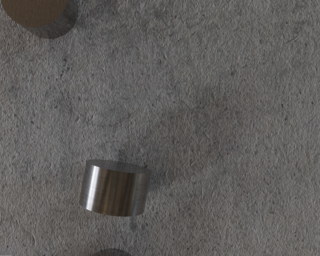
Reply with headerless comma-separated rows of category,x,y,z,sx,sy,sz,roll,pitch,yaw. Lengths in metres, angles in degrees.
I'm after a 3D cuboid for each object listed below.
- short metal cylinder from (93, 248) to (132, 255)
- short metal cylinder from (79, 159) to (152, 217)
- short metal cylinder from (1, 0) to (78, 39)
short metal cylinder,-0.065,0.204,0.397,0.081,0.050,0.080,0,90,0
short metal cylinder,-0.054,0.071,0.382,0.080,0.080,0.050,10,90,0
short metal cylinder,-0.151,-0.161,0.396,0.081,0.050,0.080,0,90,0
